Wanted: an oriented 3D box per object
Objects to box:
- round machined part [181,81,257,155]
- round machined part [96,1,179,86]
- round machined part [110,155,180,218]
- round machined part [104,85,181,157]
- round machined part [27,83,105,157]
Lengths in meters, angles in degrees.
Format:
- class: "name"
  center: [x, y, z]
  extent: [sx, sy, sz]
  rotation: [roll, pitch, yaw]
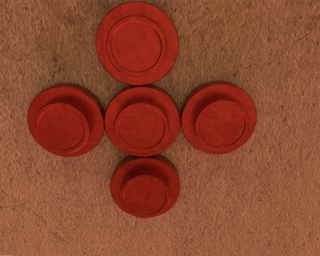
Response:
- class: "round machined part"
  center: [0.076, -0.009, 0.400]
  extent: [0.099, 0.042, 0.097]
  rotation: [0, 110, -1]
- class: "round machined part"
  center: [-0.027, -0.098, 0.366]
  extent: [0.099, 0.042, 0.097]
  rotation: [0, 110, -1]
- class: "round machined part"
  center: [-0.020, 0.086, 0.433]
  extent: [0.099, 0.042, 0.097]
  rotation: [0, 110, -1]
- class: "round machined part"
  center: [-0.023, -0.006, 0.400]
  extent: [0.099, 0.042, 0.097]
  rotation: [0, 110, -1]
- class: "round machined part"
  center: [-0.121, -0.006, 0.398]
  extent: [0.099, 0.042, 0.097]
  rotation: [0, 110, -1]
